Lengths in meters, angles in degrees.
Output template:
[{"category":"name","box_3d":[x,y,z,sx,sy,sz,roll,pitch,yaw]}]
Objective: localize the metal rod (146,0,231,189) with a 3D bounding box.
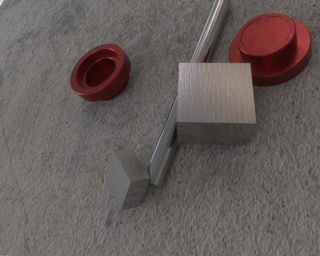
[{"category":"metal rod","box_3d":[0.042,-0.062,0.419,0.025,0.025,0.300,9,66,32]}]

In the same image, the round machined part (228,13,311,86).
[{"category":"round machined part","box_3d":[0.134,-0.104,0.386,0.098,0.042,0.098,-13,56,21]}]

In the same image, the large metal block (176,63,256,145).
[{"category":"large metal block","box_3d":[0.062,-0.028,0.357,0.080,0.050,0.080,1,60,5]}]

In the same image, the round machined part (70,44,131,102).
[{"category":"round machined part","box_3d":[-0.089,-0.082,0.490,0.098,0.042,0.098,-13,56,21]}]

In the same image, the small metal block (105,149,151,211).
[{"category":"small metal block","box_3d":[-0.040,0.061,0.370,0.050,0.025,0.050,52,134,39]}]
